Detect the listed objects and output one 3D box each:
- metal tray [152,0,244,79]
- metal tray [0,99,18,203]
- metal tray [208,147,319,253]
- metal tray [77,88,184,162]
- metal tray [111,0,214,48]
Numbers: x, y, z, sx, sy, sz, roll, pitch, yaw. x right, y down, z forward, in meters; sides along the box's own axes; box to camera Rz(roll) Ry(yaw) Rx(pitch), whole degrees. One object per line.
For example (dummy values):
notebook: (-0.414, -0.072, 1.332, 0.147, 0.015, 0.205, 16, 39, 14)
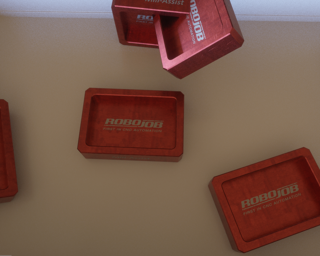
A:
metal tray: (0.038, -0.135, 0.373, 0.090, 0.030, 0.130, -25, 61, 29)
metal tray: (-0.228, 0.028, 0.371, 0.091, 0.030, 0.130, -2, 67, -35)
metal tray: (0.136, 0.086, 0.377, 0.131, 0.030, 0.090, -17, 71, -7)
metal tray: (-0.035, -0.004, 0.408, 0.131, 0.030, 0.090, 2, 70, 0)
metal tray: (0.006, -0.145, 0.427, 0.131, 0.090, 0.030, 6, 74, 2)
